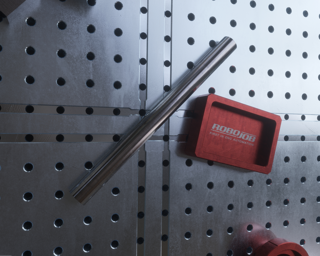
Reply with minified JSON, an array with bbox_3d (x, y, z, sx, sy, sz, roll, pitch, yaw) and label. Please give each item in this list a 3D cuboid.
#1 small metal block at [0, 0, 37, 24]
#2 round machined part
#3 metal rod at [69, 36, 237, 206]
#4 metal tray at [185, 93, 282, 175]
[{"bbox_3d":[-0.173,-0.157,0.349,0.050,0.025,0.050,44,76,-15],"label":"small metal block"},{"bbox_3d":[0.177,0.216,0.471,0.099,0.042,0.097,0,90,-21],"label":"round machined part"},{"bbox_3d":[0.000,-0.019,0.413,0.301,0.025,0.025,-46,105,-15],"label":"metal rod"},{"bbox_3d":[0.109,0.010,0.451,0.131,0.030,0.090,15,85,-20],"label":"metal tray"}]
